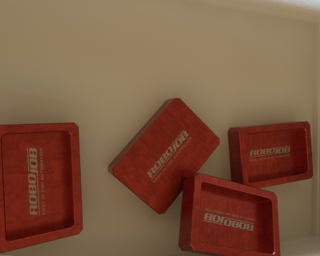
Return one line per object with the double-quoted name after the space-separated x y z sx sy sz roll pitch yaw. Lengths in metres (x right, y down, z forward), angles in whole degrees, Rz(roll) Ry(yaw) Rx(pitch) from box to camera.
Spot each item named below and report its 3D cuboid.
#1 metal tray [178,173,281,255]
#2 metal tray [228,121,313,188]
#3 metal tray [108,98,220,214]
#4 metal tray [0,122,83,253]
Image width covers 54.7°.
0.091 0.116 0.394 0.131 0.030 0.090 17 62 -20 "metal tray"
0.170 0.039 0.472 0.131 0.030 0.089 -5 92 -20 "metal tray"
0.007 0.035 0.412 0.090 0.030 0.130 44 76 -15 "metal tray"
-0.137 0.060 0.345 0.091 0.030 0.129 -3 91 -35 "metal tray"
